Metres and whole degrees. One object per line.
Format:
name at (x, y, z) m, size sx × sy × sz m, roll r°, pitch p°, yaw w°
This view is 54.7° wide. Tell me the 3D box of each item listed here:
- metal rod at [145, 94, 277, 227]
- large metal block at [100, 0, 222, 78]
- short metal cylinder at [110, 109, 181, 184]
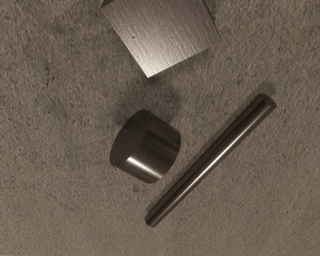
metal rod at (0.059, 0.065, 0.463) m, size 0.025 × 0.025 × 0.298 m, roll 24°, pitch 126°, yaw -19°
large metal block at (0.003, -0.108, 0.299) m, size 0.080 × 0.050 × 0.080 m, roll -24°, pitch 127°, yaw 18°
short metal cylinder at (-0.019, 0.023, 0.391) m, size 0.050 × 0.080 × 0.080 m, roll 33°, pitch 122°, yaw -25°
